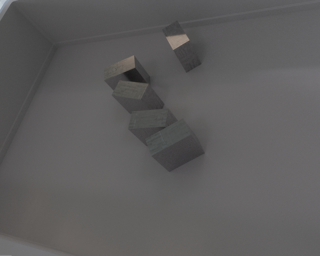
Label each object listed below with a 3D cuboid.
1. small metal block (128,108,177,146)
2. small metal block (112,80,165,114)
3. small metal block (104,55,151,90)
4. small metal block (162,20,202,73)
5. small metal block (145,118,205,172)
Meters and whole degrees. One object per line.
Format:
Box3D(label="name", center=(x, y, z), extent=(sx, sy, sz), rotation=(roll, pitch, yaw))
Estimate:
Box3D(label="small metal block", center=(-0.004, 0.001, 0.392), extent=(0.050, 0.050, 0.025), rotation=(-4, 60, 26))
Box3D(label="small metal block", center=(-0.030, -0.039, 0.429), extent=(0.050, 0.050, 0.025), rotation=(12, 68, 33))
Box3D(label="small metal block", center=(-0.048, -0.074, 0.460), extent=(0.050, 0.050, 0.025), rotation=(-19, 54, 17))
Box3D(label="small metal block", center=(0.031, -0.116, 0.445), extent=(0.025, 0.050, 0.050), rotation=(-30, 52, 10))
Box3D(label="small metal block", center=(0.019, 0.022, 0.367), extent=(0.050, 0.050, 0.025), rotation=(-29, 52, 9))
